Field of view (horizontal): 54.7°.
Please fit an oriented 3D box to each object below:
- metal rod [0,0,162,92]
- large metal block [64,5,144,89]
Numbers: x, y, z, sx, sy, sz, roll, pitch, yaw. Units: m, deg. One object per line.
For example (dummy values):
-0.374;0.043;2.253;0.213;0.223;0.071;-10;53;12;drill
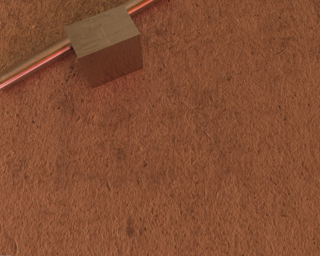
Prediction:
-0.102;-0.144;0.459;0.301;0.025;0.025;-35;74;-12;metal rod
-0.071;-0.106;0.417;0.080;0.080;0.050;-25;72;-9;large metal block
